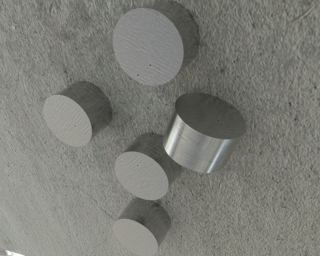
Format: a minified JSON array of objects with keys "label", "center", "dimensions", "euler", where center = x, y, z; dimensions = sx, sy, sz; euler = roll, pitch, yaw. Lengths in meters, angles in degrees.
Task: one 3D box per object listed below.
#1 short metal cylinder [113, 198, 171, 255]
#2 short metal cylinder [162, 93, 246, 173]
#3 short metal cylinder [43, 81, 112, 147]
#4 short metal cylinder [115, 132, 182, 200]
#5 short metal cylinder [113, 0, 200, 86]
[{"label":"short metal cylinder","center":[-0.029,0.161,0.506],"dimensions":[0.080,0.050,0.079],"euler":[13,124,21]},{"label":"short metal cylinder","center":[0.048,0.004,0.348],"dimensions":[0.080,0.080,0.050],"euler":[27,128,11]},{"label":"short metal cylinder","center":[-0.116,-0.020,0.439],"dimensions":[0.080,0.050,0.079],"euler":[13,124,21]},{"label":"short metal cylinder","center":[-0.015,0.053,0.431],"dimensions":[0.080,0.050,0.079],"euler":[13,124,21]},{"label":"short metal cylinder","center":[-0.003,-0.092,0.335],"dimensions":[0.080,0.050,0.079],"euler":[13,124,21]}]
